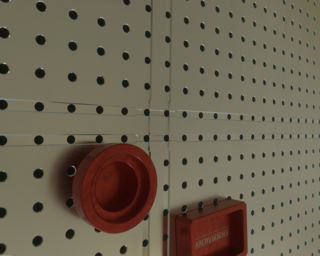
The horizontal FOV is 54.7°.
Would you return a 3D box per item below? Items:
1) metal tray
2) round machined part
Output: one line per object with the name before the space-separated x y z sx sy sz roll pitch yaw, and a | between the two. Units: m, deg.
metal tray | 0.083 0.167 0.475 0.131 0.030 0.089 -4 93 -40
round machined part | -0.054 0.065 0.353 0.099 0.042 0.097 0 90 -40
